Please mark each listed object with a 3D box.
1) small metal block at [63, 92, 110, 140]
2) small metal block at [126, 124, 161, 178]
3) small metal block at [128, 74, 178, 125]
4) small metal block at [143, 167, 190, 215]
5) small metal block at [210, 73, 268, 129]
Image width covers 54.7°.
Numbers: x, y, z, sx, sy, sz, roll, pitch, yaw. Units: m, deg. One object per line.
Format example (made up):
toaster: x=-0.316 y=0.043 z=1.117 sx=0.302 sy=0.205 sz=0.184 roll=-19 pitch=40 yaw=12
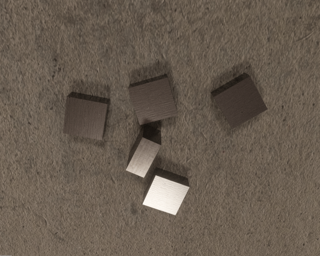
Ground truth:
small metal block: x=-0.095 y=-0.016 z=0.403 sx=0.050 sy=0.025 sz=0.050 roll=11 pitch=110 yaw=-5
small metal block: x=-0.021 y=0.028 z=0.407 sx=0.025 sy=0.050 sz=0.050 roll=25 pitch=108 yaw=-9
small metal block: x=-0.008 y=-0.037 z=0.396 sx=0.050 sy=0.025 sz=0.050 roll=-15 pitch=110 yaw=5
small metal block: x=0.008 y=0.090 z=0.443 sx=0.050 sy=0.025 sz=0.050 roll=21 pitch=109 yaw=-8
small metal block: x=0.101 y=-0.035 z=0.398 sx=0.050 sy=0.025 sz=0.050 roll=-31 pitch=108 yaw=10
